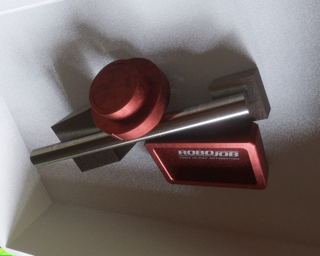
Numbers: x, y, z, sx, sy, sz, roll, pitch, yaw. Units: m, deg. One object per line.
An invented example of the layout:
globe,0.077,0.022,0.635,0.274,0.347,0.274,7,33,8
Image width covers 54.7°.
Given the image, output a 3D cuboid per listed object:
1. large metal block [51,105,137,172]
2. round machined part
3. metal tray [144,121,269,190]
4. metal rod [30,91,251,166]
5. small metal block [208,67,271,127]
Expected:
large metal block,-0.093,0.009,0.442,0.080,0.050,0.080,-19,109,35
round machined part,-0.041,-0.039,0.353,0.098,0.098,0.042,-4,157,30
metal tray,0.057,0.035,0.376,0.130,0.030,0.090,-2,137,28
metal rod,-0.043,0.008,0.375,0.300,0.025,0.025,-14,111,26
small metal block,0.088,-0.033,0.339,0.050,0.025,0.050,-12,113,33
